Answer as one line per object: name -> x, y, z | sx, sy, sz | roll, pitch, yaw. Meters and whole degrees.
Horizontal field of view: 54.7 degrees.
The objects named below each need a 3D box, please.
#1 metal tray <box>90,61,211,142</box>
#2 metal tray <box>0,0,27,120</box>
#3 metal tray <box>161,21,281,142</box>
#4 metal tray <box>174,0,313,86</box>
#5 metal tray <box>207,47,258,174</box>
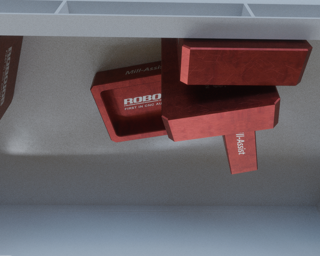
metal tray -> -0.007, -0.033, 0.377 | 0.131, 0.030, 0.090 | -9, 130, 7
metal tray -> -0.175, -0.055, 0.317 | 0.030, 0.090, 0.129 | 19, 128, -15
metal tray -> 0.048, -0.052, 0.286 | 0.090, 0.130, 0.030 | -8, 139, 9
metal tray -> 0.060, -0.084, 0.269 | 0.091, 0.130, 0.030 | 1, 130, -1
metal tray -> 0.078, -0.021, 0.336 | 0.030, 0.090, 0.130 | -12, 138, 10
